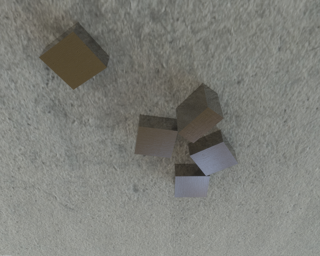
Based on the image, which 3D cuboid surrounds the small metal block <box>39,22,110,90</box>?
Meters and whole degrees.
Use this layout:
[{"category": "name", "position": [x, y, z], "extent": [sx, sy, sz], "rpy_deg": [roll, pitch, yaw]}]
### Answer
[{"category": "small metal block", "position": [-0.092, -0.078, 0.340], "extent": [0.050, 0.025, 0.050], "rpy_deg": [-28, 125, 21]}]

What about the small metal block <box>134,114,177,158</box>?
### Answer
[{"category": "small metal block", "position": [-0.006, 0.012, 0.417], "extent": [0.050, 0.025, 0.050], "rpy_deg": [7, 130, -7]}]

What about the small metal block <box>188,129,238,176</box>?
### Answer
[{"category": "small metal block", "position": [0.075, 0.036, 0.439], "extent": [0.050, 0.025, 0.050], "rpy_deg": [-26, 126, 19]}]

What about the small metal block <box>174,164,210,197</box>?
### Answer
[{"category": "small metal block", "position": [0.048, 0.081, 0.477], "extent": [0.050, 0.025, 0.050], "rpy_deg": [0, 130, -1]}]

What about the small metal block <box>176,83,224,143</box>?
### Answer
[{"category": "small metal block", "position": [0.047, -0.018, 0.376], "extent": [0.025, 0.050, 0.050], "rpy_deg": [32, 123, -24]}]
